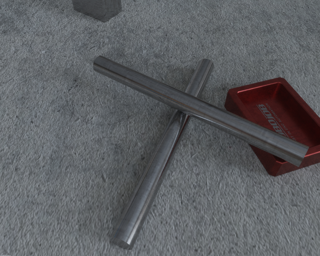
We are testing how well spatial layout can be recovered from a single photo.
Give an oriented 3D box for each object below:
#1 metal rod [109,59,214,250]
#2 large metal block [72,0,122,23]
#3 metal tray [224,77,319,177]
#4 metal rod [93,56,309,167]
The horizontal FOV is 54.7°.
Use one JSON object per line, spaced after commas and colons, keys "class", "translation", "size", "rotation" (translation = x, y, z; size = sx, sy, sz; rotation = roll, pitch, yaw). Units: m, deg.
{"class": "metal rod", "translation": [0.017, 0.008, 0.396], "size": [0.025, 0.025, 0.301], "rotation": [17, 52, 13]}
{"class": "large metal block", "translation": [-0.123, -0.258, 0.582], "size": [0.080, 0.080, 0.050], "rotation": [28, 55, 21]}
{"class": "metal tray", "translation": [0.155, -0.007, 0.407], "size": [0.091, 0.030, 0.130], "rotation": [-14, 52, -12]}
{"class": "metal rod", "translation": [0.034, -0.031, 0.395], "size": [0.300, 0.025, 0.025], "rotation": [27, 55, 23]}
